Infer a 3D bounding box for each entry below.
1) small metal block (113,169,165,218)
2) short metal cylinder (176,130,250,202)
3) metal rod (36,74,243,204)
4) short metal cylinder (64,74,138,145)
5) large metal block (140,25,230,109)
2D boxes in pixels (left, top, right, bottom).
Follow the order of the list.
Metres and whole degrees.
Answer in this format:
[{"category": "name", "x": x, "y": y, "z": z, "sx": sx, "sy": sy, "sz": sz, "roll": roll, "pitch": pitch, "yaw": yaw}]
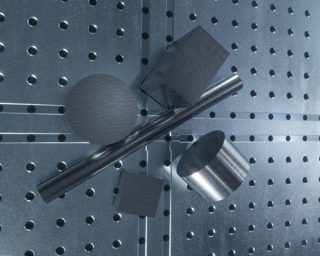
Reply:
[{"category": "small metal block", "x": -0.028, "y": 0.084, "z": 0.399, "sx": 0.050, "sy": 0.025, "sz": 0.050, "roll": 16, "pitch": 85, "yaw": -20}, {"category": "short metal cylinder", "x": 0.068, "y": 0.049, "z": 0.405, "sx": 0.050, "sy": 0.080, "sz": 0.080, "roll": 45, "pitch": 76, "yaw": -15}, {"category": "metal rod", "x": -0.013, "y": 0.005, "z": 0.405, "sx": 0.302, "sy": 0.025, "sz": 0.025, "roll": -30, "pitch": 100, "yaw": -18}, {"category": "short metal cylinder", "x": -0.072, "y": -0.021, "z": 0.369, "sx": 0.081, "sy": 0.050, "sz": 0.079, "roll": 0, "pitch": 90, "yaw": -20}, {"category": "large metal block", "x": 0.028, "y": -0.071, "z": 0.390, "sx": 0.050, "sy": 0.080, "sz": 0.080, "roll": 38, "pitch": 78, "yaw": -16}]
